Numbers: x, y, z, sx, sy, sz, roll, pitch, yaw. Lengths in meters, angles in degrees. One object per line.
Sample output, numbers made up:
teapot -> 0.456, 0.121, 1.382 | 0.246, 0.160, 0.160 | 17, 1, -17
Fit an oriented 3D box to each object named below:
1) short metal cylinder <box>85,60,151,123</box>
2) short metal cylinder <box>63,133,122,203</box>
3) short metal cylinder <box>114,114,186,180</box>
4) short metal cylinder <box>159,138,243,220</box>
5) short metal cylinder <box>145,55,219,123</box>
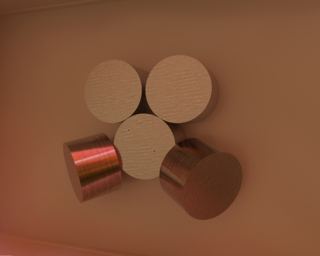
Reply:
short metal cylinder -> -0.051, -0.046, 0.412 | 0.080, 0.050, 0.079 | 0, 90, 19
short metal cylinder -> -0.089, 0.051, 0.404 | 0.050, 0.080, 0.080 | -16, 83, -26
short metal cylinder -> -0.011, 0.022, 0.397 | 0.080, 0.050, 0.079 | 0, 90, 19
short metal cylinder -> 0.047, 0.057, 0.356 | 0.050, 0.081, 0.080 | 30, 103, 57
short metal cylinder -> 0.029, -0.046, 0.385 | 0.080, 0.050, 0.079 | 0, 90, 19
